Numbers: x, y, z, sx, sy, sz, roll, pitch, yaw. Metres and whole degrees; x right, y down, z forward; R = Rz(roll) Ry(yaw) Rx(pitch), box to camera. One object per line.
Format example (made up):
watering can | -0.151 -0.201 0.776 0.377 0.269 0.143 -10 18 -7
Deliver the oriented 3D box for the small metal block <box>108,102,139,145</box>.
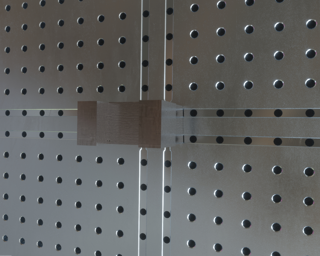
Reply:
small metal block | -0.033 -0.006 0.371 0.050 0.025 0.050 1 90 19

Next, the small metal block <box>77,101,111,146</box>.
small metal block | -0.073 -0.005 0.370 0.025 0.050 0.050 1 90 20

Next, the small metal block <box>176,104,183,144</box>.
small metal block | 0.011 -0.004 0.394 0.025 0.050 0.050 -1 90 20

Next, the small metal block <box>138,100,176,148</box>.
small metal block | -0.002 -0.004 0.344 0.025 0.050 0.050 1 90 20

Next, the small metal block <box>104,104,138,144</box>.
small metal block | -0.051 -0.005 0.415 0.025 0.050 0.050 1 90 20
